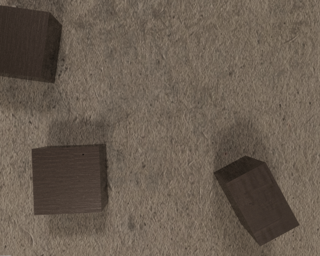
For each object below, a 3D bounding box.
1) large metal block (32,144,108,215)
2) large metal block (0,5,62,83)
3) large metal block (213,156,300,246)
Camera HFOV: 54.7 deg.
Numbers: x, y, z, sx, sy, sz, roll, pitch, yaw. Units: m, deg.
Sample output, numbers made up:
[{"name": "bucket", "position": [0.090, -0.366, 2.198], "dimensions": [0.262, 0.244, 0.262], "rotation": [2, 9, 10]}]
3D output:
[{"name": "large metal block", "position": [-0.112, 0.063, 0.396], "dimensions": [0.081, 0.050, 0.079], "rotation": [-2, 90, -1]}, {"name": "large metal block", "position": [-0.178, -0.105, 0.395], "dimensions": [0.081, 0.050, 0.080], "rotation": [8, 90, -1]}, {"name": "large metal block", "position": [0.114, 0.085, 0.384], "dimensions": [0.050, 0.080, 0.080], "rotation": [-28, 90, 0]}]
